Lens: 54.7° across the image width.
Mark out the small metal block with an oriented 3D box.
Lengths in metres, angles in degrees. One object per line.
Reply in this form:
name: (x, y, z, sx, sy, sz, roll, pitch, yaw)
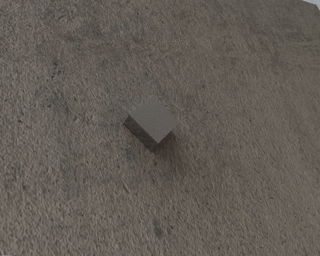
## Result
small metal block: (-0.011, -0.006, 0.405, 0.050, 0.025, 0.050, 45, 51, 3)
